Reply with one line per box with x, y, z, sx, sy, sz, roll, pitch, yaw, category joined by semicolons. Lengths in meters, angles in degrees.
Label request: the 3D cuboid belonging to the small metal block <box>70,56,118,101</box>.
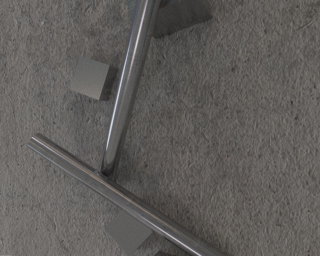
-0.094;-0.070;0.442;0.050;0.025;0.050;21;97;18;small metal block

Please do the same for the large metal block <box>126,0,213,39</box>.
0.012;-0.155;0.376;0.080;0.080;0.050;-15;85;19;large metal block

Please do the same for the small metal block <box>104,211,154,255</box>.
-0.038;0.135;0.422;0.050;0.025;0.050;45;104;14;small metal block

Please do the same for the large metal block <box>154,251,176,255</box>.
0.022;0.212;0.388;0.080;0.050;0.079;7;92;19;large metal block

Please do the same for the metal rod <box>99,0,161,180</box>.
-0.039;-0.046;0.371;0.025;0.025;0.298;27;119;18;metal rod

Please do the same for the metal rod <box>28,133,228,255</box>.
-0.042;0.095;0.399;0.301;0.025;0.025;31;100;8;metal rod
